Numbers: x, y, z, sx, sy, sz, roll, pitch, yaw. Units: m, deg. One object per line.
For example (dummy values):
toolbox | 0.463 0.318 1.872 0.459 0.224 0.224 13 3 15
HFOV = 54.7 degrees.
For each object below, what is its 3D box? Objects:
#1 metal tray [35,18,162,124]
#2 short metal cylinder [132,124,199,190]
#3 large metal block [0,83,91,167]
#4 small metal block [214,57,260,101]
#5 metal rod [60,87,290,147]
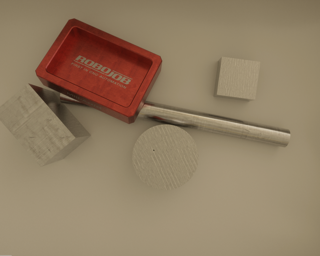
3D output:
metal tray | -0.074 -0.072 0.391 0.131 0.030 0.090 25 74 3
short metal cylinder | 0.007 0.035 0.399 0.081 0.050 0.079 0 90 -1
large metal block | -0.139 -0.003 0.382 0.050 0.080 0.080 -41 91 0
small metal block | 0.102 -0.064 0.413 0.050 0.025 0.050 8 90 -1
metal rod | 0.020 -0.016 0.411 0.302 0.025 0.025 11 90 -1
